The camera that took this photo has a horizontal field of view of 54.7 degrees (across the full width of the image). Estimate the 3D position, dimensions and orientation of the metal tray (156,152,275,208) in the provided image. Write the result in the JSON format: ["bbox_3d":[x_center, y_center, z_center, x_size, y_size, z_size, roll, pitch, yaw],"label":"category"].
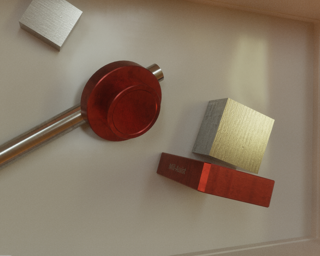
[{"bbox_3d":[0.061,0.060,0.378,0.091,0.130,0.030,17,85,-20],"label":"metal tray"}]

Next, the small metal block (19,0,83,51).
[{"bbox_3d":[-0.127,-0.127,0.364,0.050,0.025,0.050,31,80,-18],"label":"small metal block"}]

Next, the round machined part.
[{"bbox_3d":[-0.039,-0.026,0.365,0.099,0.042,0.097,-19,127,-27],"label":"round machined part"}]

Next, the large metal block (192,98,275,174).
[{"bbox_3d":[0.103,0.012,0.437,0.080,0.050,0.080,22,83,-19],"label":"large metal block"}]

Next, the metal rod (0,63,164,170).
[{"bbox_3d":[-0.125,0.001,0.364,0.302,0.025,0.025,-31,101,-18],"label":"metal rod"}]
